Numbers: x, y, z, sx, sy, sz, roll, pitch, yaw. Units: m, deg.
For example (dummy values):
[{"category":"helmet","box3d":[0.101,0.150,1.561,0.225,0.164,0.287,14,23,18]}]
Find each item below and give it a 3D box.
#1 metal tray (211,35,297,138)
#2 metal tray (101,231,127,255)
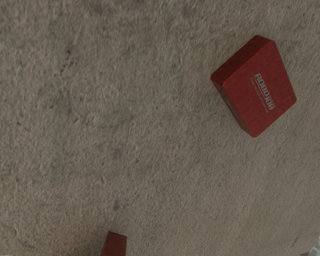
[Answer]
[{"category":"metal tray","box3d":[0.140,-0.056,0.448,0.090,0.030,0.130,-42,130,0]},{"category":"metal tray","box3d":[-0.082,0.225,0.435,0.030,0.090,0.129,19,91,-5]}]
